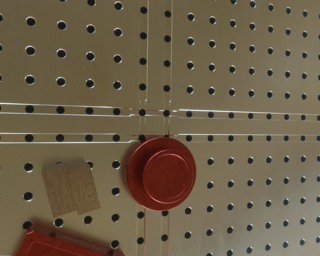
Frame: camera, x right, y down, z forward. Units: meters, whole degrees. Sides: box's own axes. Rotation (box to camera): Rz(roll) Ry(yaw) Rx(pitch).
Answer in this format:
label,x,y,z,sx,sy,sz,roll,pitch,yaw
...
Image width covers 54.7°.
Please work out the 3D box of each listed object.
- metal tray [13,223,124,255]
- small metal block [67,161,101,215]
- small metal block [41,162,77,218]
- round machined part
label,x,y,z,sx,sy,sz,roll,pitch,yaw
metal tray,-0.113,0.180,0.369,0.131,0.030,0.090,27,81,-19
small metal block,-0.092,0.069,0.366,0.025,0.050,0.050,-15,95,-20
small metal block,-0.117,0.069,0.357,0.025,0.050,0.050,-15,95,-20
round machined part,0.004,0.061,0.406,0.099,0.042,0.097,0,90,-21
